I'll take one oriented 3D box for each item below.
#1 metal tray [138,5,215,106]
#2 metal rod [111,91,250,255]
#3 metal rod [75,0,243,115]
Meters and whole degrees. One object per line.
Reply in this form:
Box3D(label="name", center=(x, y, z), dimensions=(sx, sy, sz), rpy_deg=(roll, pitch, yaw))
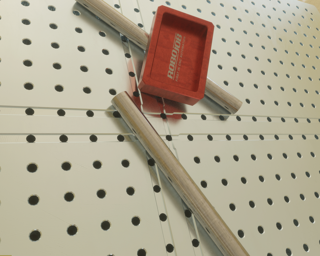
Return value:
Box3D(label="metal tray", center=(0.026, -0.106, 0.455), dimensions=(0.091, 0.030, 0.130), rpy_deg=(15, 72, -13))
Box3D(label="metal rod", center=(0.036, 0.078, 0.381), dimensions=(0.025, 0.025, 0.299), rpy_deg=(-30, 79, -38))
Box3D(label="metal rod", center=(0.001, -0.117, 0.481), dimensions=(0.301, 0.025, 0.025), rpy_deg=(35, 51, -6))
